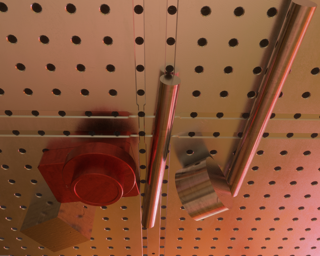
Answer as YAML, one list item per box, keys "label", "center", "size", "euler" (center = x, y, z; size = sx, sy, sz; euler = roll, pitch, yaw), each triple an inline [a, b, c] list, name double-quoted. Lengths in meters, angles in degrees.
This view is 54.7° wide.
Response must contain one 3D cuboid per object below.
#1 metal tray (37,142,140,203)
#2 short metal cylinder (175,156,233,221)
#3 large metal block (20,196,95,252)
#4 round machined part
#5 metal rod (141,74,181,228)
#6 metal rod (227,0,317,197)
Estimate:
- label: "metal tray"
  center: [-0.102, 0.069, 0.466]
  size: [0.131, 0.030, 0.089]
  euler: [-6, 130, 5]
- label: "short metal cylinder"
  center: [0.065, 0.088, 0.452]
  size: [0.050, 0.080, 0.080]
  euler: [-27, 125, 21]
- label: "large metal block"
  center: [-0.173, 0.162, 0.531]
  size: [0.080, 0.050, 0.080]
  euler: [-24, 127, 19]
- label: "round machined part"
  center: [-0.082, 0.069, 0.418]
  size: [0.099, 0.042, 0.097]
  euler: [0, 130, 0]
- label: "metal rod"
  center: [-0.004, 0.056, 0.459]
  size: [0.025, 0.025, 0.298]
  euler: [5, 130, -5]
- label: "metal rod"
  center: [0.128, -0.012, 0.403]
  size: [0.025, 0.025, 0.298]
  euler: [4, 130, -4]
